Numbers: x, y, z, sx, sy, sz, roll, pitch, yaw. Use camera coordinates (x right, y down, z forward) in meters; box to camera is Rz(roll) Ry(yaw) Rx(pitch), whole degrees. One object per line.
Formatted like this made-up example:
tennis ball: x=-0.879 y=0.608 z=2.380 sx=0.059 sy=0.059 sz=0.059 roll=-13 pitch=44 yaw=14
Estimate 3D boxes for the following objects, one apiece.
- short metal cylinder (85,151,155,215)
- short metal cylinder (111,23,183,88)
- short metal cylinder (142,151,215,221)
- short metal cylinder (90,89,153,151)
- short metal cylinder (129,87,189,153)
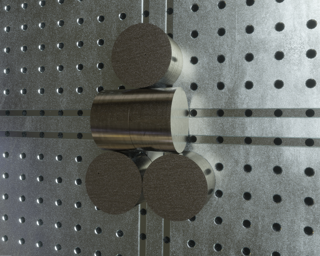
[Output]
short metal cylinder: x=-0.051 y=0.070 z=0.415 sx=0.080 sy=0.050 sz=0.079 roll=0 pitch=90 yaw=19
short metal cylinder: x=-0.015 y=-0.089 z=0.404 sx=0.080 sy=0.050 sz=0.079 roll=0 pitch=90 yaw=19
short metal cylinder: x=0.025 y=0.070 z=0.388 sx=0.080 sy=0.050 sz=0.079 roll=0 pitch=90 yaw=19
short metal cylinder: x=-0.046 y=-0.010 z=0.399 sx=0.050 sy=0.080 sz=0.079 roll=0 pitch=90 yaw=20
short metal cylinder: x=0.001 y=-0.010 z=0.383 sx=0.050 sy=0.080 sz=0.079 roll=0 pitch=90 yaw=20
